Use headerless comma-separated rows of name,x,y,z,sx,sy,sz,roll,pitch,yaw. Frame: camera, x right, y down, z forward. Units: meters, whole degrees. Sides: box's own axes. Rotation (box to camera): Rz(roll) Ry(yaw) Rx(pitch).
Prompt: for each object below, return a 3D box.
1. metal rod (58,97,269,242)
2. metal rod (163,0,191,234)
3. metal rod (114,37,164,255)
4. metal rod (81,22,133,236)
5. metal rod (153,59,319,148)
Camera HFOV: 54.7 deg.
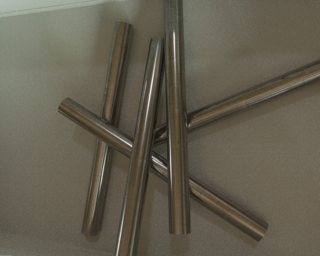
metal rod,-0.004,0.047,0.394,0.301,0.025,0.025,32,100,10
metal rod,0.020,-0.028,0.379,0.025,0.025,0.299,-5,79,20
metal rod,-0.022,0.028,0.373,0.025,0.025,0.299,3,74,20
metal rod,-0.075,0.004,0.436,0.025,0.025,0.298,11,94,19
metal rod,0.118,-0.039,0.368,0.300,0.025,0.025,-22,83,18
